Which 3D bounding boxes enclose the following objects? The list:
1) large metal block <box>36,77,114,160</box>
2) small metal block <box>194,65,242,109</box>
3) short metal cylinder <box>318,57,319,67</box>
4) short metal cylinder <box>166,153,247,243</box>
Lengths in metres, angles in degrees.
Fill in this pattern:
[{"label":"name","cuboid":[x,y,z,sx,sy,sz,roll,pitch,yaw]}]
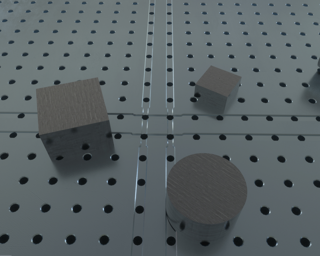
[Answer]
[{"label":"large metal block","cuboid":[-0.110,-0.014,0.402,0.081,0.050,0.080,-13,51,-11]},{"label":"small metal block","cuboid":[0.086,-0.061,0.460,0.050,0.025,0.050,26,55,20]},{"label":"short metal cylinder","cuboid":[0.289,-0.117,0.472,0.080,0.080,0.050,-35,59,-26]},{"label":"short metal cylinder","cuboid":[0.047,0.074,0.330,0.081,0.050,0.080,0,50,0]}]
